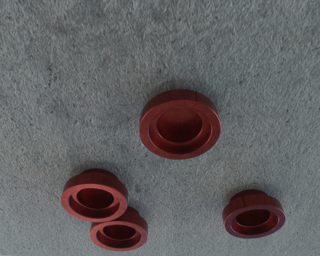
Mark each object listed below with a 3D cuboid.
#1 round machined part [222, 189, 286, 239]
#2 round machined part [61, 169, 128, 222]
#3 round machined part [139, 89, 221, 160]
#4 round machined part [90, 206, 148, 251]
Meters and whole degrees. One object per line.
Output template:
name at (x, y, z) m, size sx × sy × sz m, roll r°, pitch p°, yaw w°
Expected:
round machined part at (0.153, 0.140, 0.516) m, size 0.099 × 0.042 × 0.097 m, roll 0°, pitch 130°, yaw 0°
round machined part at (-0.099, 0.101, 0.481) m, size 0.099 × 0.042 × 0.097 m, roll 0°, pitch 130°, yaw 0°
round machined part at (0.024, -0.009, 0.389) m, size 0.099 × 0.042 × 0.097 m, roll 0°, pitch 130°, yaw 0°
round machined part at (-0.070, 0.172, 0.541) m, size 0.099 × 0.042 × 0.097 m, roll 0°, pitch 130°, yaw 0°
